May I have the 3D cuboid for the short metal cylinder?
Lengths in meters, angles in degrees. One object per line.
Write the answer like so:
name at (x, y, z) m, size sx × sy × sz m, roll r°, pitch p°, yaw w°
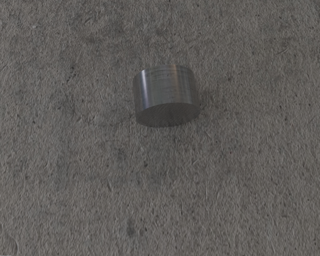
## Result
short metal cylinder at (0.007, -0.038, 0.393) m, size 0.080 × 0.080 × 0.050 m, roll -6°, pitch 70°, yaw -2°
